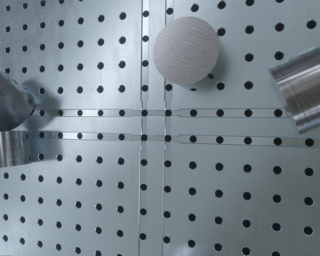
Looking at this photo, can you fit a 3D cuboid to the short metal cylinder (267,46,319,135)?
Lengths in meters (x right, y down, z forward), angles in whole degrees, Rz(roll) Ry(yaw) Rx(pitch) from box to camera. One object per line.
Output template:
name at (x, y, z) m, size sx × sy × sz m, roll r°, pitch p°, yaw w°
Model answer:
short metal cylinder at (0.155, -0.039, 0.329) m, size 0.050 × 0.080 × 0.080 m, roll -25°, pitch 82°, yaw 18°

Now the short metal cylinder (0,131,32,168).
short metal cylinder at (-0.238, 0.033, 0.465) m, size 0.080 × 0.080 × 0.050 m, roll -7°, pitch 88°, yaw 19°

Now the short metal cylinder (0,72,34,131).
short metal cylinder at (-0.240, -0.038, 0.466) m, size 0.050 × 0.080 × 0.080 m, roll 41°, pitch 103°, yaw 15°

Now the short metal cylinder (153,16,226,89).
short metal cylinder at (0.038, -0.091, 0.385) m, size 0.080 × 0.050 × 0.079 m, roll 0°, pitch 90°, yaw 19°
